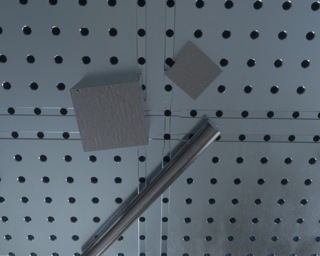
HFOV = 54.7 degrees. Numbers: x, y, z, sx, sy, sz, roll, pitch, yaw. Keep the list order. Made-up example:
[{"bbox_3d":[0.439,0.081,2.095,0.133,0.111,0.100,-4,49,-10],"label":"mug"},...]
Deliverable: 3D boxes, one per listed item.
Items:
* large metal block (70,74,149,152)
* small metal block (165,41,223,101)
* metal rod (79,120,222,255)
[{"bbox_3d":[-0.059,-0.020,0.392,0.080,0.050,0.079,-7,110,2],"label":"large metal block"},{"bbox_3d":[0.041,-0.071,0.388,0.050,0.025,0.050,40,105,-14],"label":"small metal block"},{"bbox_3d":[-0.023,0.105,0.451,0.025,0.025,0.299,38,105,-13],"label":"metal rod"}]
